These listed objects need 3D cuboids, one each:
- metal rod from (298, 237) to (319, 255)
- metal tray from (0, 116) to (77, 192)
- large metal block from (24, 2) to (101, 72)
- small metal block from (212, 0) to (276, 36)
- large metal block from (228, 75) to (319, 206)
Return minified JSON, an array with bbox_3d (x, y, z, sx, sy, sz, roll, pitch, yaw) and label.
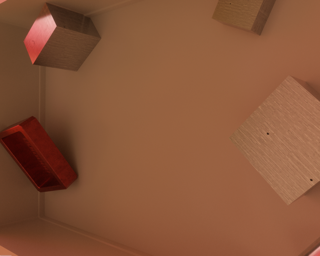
[{"bbox_3d":[0.087,0.089,0.181,0.025,0.025,0.298,48,118,29],"label":"metal rod"},{"bbox_3d":[-0.211,0.049,0.531,0.090,0.030,0.130,-15,113,38],"label":"metal tray"},{"bbox_3d":[-0.156,-0.141,0.497,0.080,0.081,0.050,-42,65,31],"label":"large metal block"},{"bbox_3d":[0.091,-0.133,0.331,0.050,0.025,0.050,33,110,35],"label":"small metal block"},{"bbox_3d":[0.127,0.011,0.285,0.080,0.050,0.080,-52,60,27],"label":"large metal block"}]
